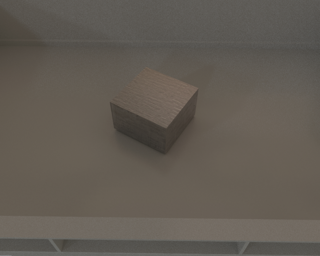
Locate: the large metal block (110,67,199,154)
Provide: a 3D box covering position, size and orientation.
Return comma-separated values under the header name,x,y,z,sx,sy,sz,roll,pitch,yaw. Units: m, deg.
name,x,y,z,sx,sy,sz,roll,pitch,yaw
large metal block,-0.006,-0.025,0.406,0.080,0.050,0.080,25,54,19
